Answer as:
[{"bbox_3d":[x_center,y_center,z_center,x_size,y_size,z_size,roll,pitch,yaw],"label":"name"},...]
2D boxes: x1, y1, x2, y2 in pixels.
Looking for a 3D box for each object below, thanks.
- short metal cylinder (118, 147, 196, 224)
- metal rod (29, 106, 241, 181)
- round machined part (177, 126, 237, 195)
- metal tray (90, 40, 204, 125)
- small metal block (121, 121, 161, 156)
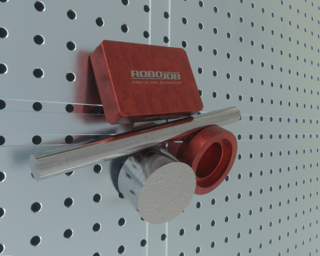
[{"bbox_3d":[-0.003,0.068,0.377,0.081,0.050,0.079,-14,116,-30],"label":"short metal cylinder"},{"bbox_3d":[0.000,0.008,0.377,0.302,0.025,0.025,-14,99,-39],"label":"metal rod"},{"bbox_3d":[0.062,0.041,0.437,0.099,0.042,0.097,-23,127,-34],"label":"round machined part"},{"bbox_3d":[-0.012,-0.055,0.379,0.131,0.030,0.090,-7,76,-41],"label":"metal tray"},{"bbox_3d":[-0.025,0.015,0.401,0.050,0.025,0.050,23,76,-38],"label":"small metal block"}]
